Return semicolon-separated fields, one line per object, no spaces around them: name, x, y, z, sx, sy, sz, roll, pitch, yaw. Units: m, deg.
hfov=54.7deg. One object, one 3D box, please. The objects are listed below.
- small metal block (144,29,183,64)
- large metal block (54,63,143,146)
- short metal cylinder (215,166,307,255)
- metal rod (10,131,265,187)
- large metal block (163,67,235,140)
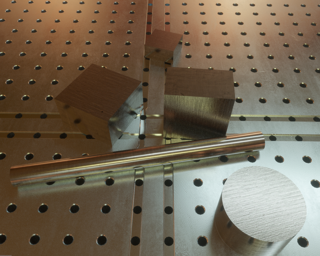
small metal block;0.007;-0.139;0.525;0.050;0.025;0.050;16;52;12
large metal block;-0.078;-0.033;0.418;0.080;0.050;0.080;22;53;17
short metal cylinder;0.101;0.087;0.320;0.081;0.050;0.080;0;50;0
metal rod;-0.020;0.036;0.376;0.302;0.025;0.025;-8;51;-7
large metal block;0.047;-0.029;0.397;0.080;0.080;0.050;4;50;3
